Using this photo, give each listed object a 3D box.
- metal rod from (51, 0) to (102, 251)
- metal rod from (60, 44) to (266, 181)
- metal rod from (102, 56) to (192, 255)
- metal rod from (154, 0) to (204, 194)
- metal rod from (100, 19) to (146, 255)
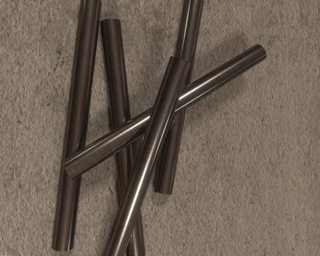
[{"bbox_3d":[-0.100,-0.007,0.372,0.025,0.025,0.298,7,88,-20],"label":"metal rod"},{"bbox_3d":[0.018,-0.029,0.388,0.302,0.025,0.025,-32,101,-18],"label":"metal rod"},{"bbox_3d":[-0.025,0.064,0.364,0.025,0.025,0.298,16,98,-20],"label":"metal rod"},{"bbox_3d":[0.029,-0.061,0.420,0.025,0.025,0.298,11,86,-20],"label":"metal rod"},{"bbox_3d":[-0.046,0.016,0.392,0.025,0.025,0.298,-7,92,-20],"label":"metal rod"}]
